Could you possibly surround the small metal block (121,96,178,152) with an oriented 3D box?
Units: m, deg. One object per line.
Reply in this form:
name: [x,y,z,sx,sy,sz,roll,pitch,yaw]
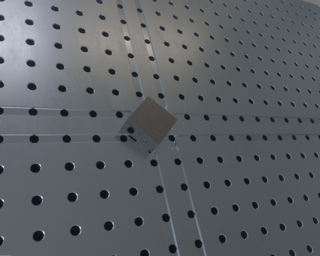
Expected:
small metal block: [-0.013,-0.005,0.404,0.050,0.025,0.050,39,51,-2]
